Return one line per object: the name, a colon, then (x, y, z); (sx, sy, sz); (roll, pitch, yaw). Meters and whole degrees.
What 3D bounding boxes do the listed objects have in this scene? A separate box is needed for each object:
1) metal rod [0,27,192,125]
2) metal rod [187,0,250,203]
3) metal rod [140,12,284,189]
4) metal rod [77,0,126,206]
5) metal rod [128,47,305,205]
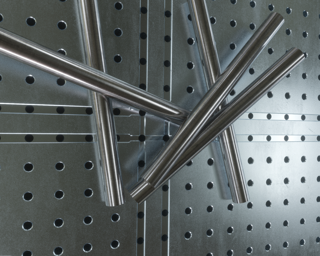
metal rod: (-0.075, -0.055, 0.354); (0.302, 0.025, 0.025); (21, 83, -31)
metal rod: (0.085, -0.038, 0.445); (0.025, 0.025, 0.298); (-16, 96, -20)
metal rod: (0.077, -0.046, 0.414); (0.025, 0.025, 0.300); (43, 75, -15)
metal rod: (-0.075, -0.052, 0.385); (0.025, 0.025, 0.298); (-8, 93, -20)
metal rod: (0.080, -0.007, 0.419); (0.301, 0.025, 0.025); (-41, 104, -7)
